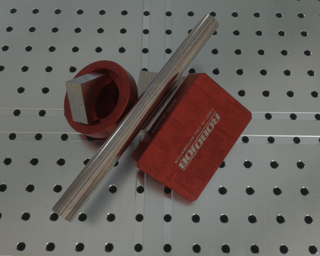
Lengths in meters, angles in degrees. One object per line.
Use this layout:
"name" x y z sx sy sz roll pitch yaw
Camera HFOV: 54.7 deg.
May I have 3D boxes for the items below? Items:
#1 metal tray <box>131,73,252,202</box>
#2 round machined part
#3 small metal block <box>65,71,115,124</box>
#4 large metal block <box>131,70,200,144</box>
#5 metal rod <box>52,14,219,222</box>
"metal tray" 0.039 0.011 0.370 0.090 0.030 0.130 36 86 -21
"round machined part" -0.071 -0.034 0.400 0.098 0.042 0.098 -7 71 23
"small metal block" -0.084 -0.039 0.382 0.025 0.050 0.050 12 30 31
"large metal block" 0.008 -0.023 0.406 0.080 0.050 0.080 9 70 3
"metal rod" -0.018 -0.025 0.367 0.025 0.025 0.300 33 73 11
